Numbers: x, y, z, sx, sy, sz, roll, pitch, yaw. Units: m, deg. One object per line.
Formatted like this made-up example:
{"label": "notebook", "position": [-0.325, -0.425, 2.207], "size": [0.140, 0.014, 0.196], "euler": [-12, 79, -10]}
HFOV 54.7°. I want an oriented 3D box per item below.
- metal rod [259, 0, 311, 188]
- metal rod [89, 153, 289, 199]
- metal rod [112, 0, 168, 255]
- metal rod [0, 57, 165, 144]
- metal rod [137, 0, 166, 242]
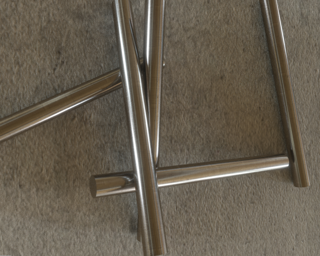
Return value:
{"label": "metal rod", "position": [0.195, -0.054, 0.483], "size": [0.025, 0.025, 0.298], "euler": [-14, 95, -20]}
{"label": "metal rod", "position": [0.059, 0.057, 0.406], "size": [0.303, 0.025, 0.025], "euler": [-2, 91, -30]}
{"label": "metal rod", "position": [-0.026, -0.014, 0.353], "size": [0.025, 0.025, 0.299], "euler": [-3, 74, -20]}
{"label": "metal rod", "position": [-0.127, -0.023, 0.362], "size": [0.302, 0.025, 0.025], "euler": [-28, 100, -18]}
{"label": "metal rod", "position": [-0.011, -0.003, 0.387], "size": [0.025, 0.025, 0.298], "euler": [0, 97, -20]}
